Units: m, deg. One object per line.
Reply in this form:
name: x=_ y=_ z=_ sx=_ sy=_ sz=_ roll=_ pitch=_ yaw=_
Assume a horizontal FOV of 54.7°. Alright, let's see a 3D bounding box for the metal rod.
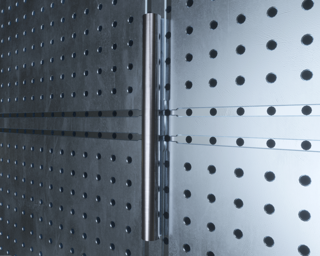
metal rod: x=-0.012 y=-0.001 z=0.417 sx=0.025 sy=0.025 sz=0.298 roll=1 pitch=90 yaw=39
